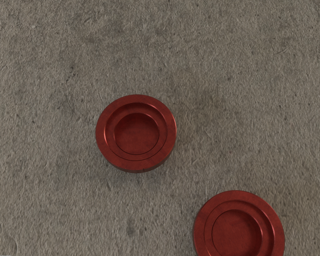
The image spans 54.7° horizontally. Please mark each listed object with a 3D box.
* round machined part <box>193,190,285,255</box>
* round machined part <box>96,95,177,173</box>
[{"bbox_3d":[0.086,0.123,0.354,0.099,0.042,0.098,0,70,0],"label":"round machined part"},{"bbox_3d":[-0.029,0.010,0.395,0.099,0.042,0.098,0,70,0],"label":"round machined part"}]
